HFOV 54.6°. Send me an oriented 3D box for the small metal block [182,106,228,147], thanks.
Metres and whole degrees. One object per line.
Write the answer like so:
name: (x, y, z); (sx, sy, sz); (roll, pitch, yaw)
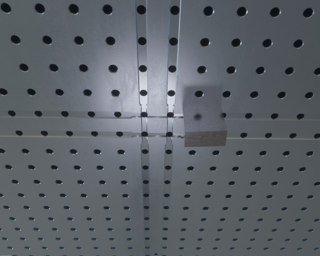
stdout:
small metal block: (0.055, -0.003, 0.393); (0.050, 0.050, 0.025); (-1, 130, 1)
